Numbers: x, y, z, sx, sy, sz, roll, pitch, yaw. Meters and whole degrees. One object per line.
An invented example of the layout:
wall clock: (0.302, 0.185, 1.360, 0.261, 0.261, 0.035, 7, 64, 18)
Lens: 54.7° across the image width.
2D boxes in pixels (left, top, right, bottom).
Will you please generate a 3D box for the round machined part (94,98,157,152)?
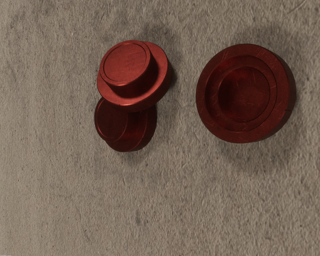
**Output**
round machined part: (-0.055, -0.014, 0.437, 0.098, 0.042, 0.097, 0, 90, 39)

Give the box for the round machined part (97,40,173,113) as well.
round machined part: (-0.037, -0.072, 0.394, 0.098, 0.042, 0.098, -8, 63, 16)

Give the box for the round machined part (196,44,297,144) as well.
round machined part: (0.090, -0.034, 0.319, 0.098, 0.042, 0.097, 0, 90, 39)
